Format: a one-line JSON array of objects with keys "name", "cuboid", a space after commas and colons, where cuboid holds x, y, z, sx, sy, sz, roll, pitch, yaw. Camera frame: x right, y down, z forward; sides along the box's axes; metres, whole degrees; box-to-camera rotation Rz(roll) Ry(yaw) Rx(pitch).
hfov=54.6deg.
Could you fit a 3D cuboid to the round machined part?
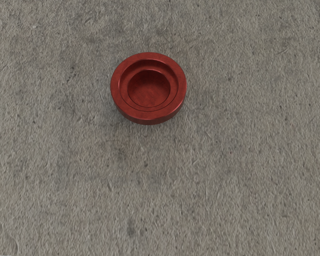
[{"name": "round machined part", "cuboid": [-0.014, -0.049, 0.417, 0.099, 0.042, 0.098, 0, 70, 0]}]
